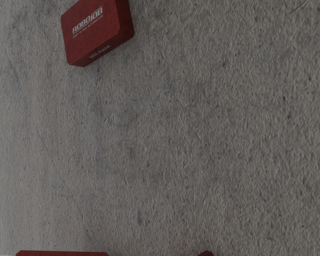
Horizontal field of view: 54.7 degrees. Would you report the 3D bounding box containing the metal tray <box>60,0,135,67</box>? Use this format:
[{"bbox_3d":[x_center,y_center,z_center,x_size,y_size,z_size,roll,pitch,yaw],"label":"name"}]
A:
[{"bbox_3d":[-0.102,-0.161,0.486,0.130,0.030,0.090,-18,78,38],"label":"metal tray"}]

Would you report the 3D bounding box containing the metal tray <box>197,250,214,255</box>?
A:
[{"bbox_3d":[0.034,0.220,0.374,0.129,0.030,0.090,-47,62,29],"label":"metal tray"}]

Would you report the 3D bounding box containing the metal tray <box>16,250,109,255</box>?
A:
[{"bbox_3d":[-0.143,0.226,0.443,0.030,0.131,0.090,114,159,-61],"label":"metal tray"}]
